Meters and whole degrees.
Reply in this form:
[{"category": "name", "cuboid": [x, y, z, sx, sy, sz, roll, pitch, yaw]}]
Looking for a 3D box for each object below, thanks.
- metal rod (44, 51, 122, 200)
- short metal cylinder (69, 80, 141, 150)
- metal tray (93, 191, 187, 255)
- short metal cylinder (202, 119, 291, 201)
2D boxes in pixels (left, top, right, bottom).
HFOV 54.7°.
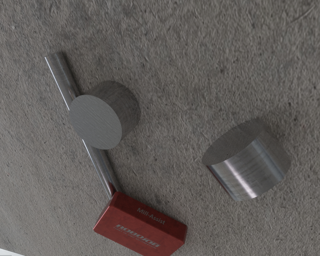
[{"category": "metal rod", "cuboid": [-0.101, 0.030, 0.478, 0.025, 0.025, 0.298, -5, 116, 30]}, {"category": "short metal cylinder", "cuboid": [-0.073, -0.018, 0.418, 0.080, 0.050, 0.079, 13, 124, 21]}, {"category": "metal tray", "cuboid": [-0.033, 0.164, 0.505, 0.130, 0.030, 0.089, 29, 129, -7]}, {"category": "short metal cylinder", "cuboid": [0.094, 0.034, 0.343, 0.080, 0.080, 0.050, -31, 101, 38]}]
